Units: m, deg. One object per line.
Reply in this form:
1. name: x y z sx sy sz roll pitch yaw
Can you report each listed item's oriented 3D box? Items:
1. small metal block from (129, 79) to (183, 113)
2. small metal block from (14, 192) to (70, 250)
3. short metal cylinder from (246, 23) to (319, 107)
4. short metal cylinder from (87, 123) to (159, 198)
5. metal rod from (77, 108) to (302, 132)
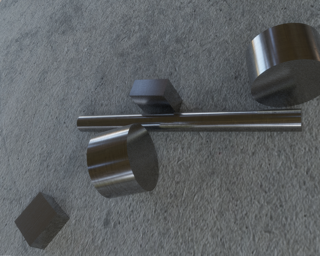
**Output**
1. small metal block: -0.004 -0.040 0.413 0.050 0.050 0.025 3 63 29
2. small metal block: -0.156 0.122 0.409 0.050 0.025 0.050 33 80 38
3. short metal cylinder: 0.137 -0.066 0.337 0.080 0.080 0.050 -12 57 21
4. short metal cylinder: -0.041 0.039 0.365 0.050 0.080 0.080 -15 56 20
5. metal rod: 0.017 -0.007 0.398 0.300 0.025 0.025 0 62 27
